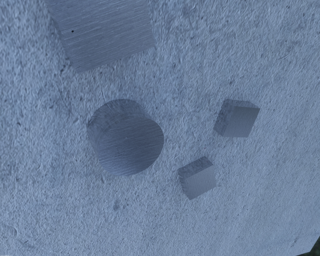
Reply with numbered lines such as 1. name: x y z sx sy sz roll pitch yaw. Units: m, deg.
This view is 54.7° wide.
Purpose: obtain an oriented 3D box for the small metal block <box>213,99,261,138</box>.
1. small metal block: 0.115 -0.014 0.463 0.050 0.025 0.050 2 117 -30

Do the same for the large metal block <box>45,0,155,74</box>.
1. large metal block: -0.059 -0.108 0.292 0.081 0.050 0.080 -24 128 -14

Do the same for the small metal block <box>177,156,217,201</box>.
1. small metal block: 0.059 0.080 0.491 0.050 0.025 0.050 -25 128 -14

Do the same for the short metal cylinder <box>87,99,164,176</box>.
1. short metal cylinder: -0.042 0.011 0.376 0.081 0.050 0.079 -14 125 -21
